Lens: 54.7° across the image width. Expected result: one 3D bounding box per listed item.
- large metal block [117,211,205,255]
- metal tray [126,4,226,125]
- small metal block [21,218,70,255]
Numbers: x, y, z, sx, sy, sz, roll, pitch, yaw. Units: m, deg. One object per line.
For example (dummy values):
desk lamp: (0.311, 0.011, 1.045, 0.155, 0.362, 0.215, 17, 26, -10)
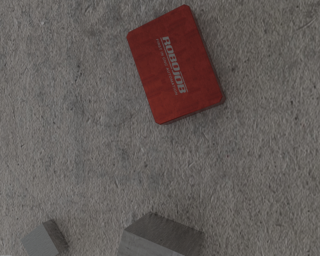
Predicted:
large metal block: (0.002, 0.150, 0.379, 0.080, 0.080, 0.050, 16, 96, 19)
metal tray: (0.020, -0.078, 0.399, 0.090, 0.030, 0.129, -21, 83, 18)
small metal block: (-0.175, 0.175, 0.471, 0.050, 0.025, 0.050, -38, 78, 16)
